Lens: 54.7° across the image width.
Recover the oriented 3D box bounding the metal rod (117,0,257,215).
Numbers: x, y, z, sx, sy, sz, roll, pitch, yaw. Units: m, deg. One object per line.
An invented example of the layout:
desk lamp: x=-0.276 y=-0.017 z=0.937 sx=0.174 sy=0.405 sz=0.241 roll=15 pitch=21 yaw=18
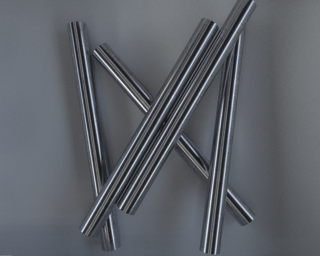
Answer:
metal rod: x=0.033 y=-0.028 z=0.385 sx=0.025 sy=0.025 sz=0.299 roll=30 pitch=90 yaw=-1

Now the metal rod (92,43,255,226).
metal rod: x=0.018 y=0.009 z=0.411 sx=0.025 sy=0.025 sz=0.300 roll=-41 pitch=91 yaw=0

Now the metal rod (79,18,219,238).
metal rod: x=-0.013 y=-0.001 z=0.385 sx=0.025 sy=0.025 sz=0.299 roll=30 pitch=90 yaw=-1

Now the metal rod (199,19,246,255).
metal rod: x=0.082 y=0.003 z=0.394 sx=0.025 sy=0.025 sz=0.298 roll=8 pitch=83 yaw=-1

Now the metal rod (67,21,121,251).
metal rod: x=-0.087 y=0.011 z=0.410 sx=0.025 sy=0.025 sz=0.298 roll=-9 pitch=90 yaw=0
